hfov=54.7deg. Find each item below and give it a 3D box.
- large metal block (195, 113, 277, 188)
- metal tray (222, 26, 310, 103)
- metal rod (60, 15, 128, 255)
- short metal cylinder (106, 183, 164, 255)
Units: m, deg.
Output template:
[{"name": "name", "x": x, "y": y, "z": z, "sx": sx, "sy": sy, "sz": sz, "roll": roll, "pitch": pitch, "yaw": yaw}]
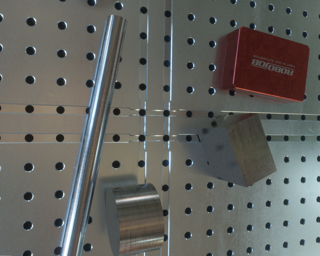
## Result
[{"name": "large metal block", "x": 0.101, "y": 0.027, "z": 0.422, "sx": 0.050, "sy": 0.080, "sz": 0.080, "roll": -23, "pitch": 98, "yaw": -19}, {"name": "metal tray", "x": 0.163, "y": -0.093, "z": 0.472, "sx": 0.131, "sy": 0.030, "sz": 0.089, "roll": 8, "pitch": 87, "yaw": -20}, {"name": "metal rod", "x": -0.081, "y": 0.009, "z": 0.383, "sx": 0.025, "sy": 0.025, "sz": 0.298, "roll": 12, "pitch": 86, "yaw": -20}, {"name": "short metal cylinder", "x": -0.033, "y": 0.109, "z": 0.372, "sx": 0.050, "sy": 0.080, "sz": 0.079, "roll": -3, "pitch": 91, "yaw": -20}]
